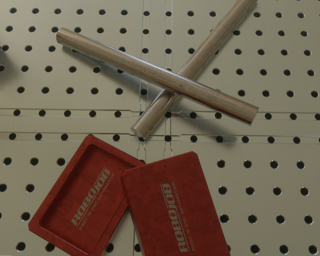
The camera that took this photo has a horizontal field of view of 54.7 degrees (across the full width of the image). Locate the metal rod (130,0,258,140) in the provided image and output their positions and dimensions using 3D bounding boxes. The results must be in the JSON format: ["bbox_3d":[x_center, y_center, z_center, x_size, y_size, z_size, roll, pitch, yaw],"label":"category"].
[{"bbox_3d":[0.061,-0.105,0.450,0.025,0.025,0.300,35,73,11],"label":"metal rod"}]

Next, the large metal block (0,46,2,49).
[{"bbox_3d":[-0.282,-0.150,0.434,0.050,0.080,0.080,-35,74,-12],"label":"large metal block"}]

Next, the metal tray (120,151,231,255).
[{"bbox_3d":[0.016,0.100,0.353,0.091,0.030,0.129,-15,81,-16],"label":"metal tray"}]

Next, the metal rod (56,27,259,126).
[{"bbox_3d":[-0.016,-0.075,0.416,0.301,0.025,0.025,26,72,17],"label":"metal rod"}]

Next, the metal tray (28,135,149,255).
[{"bbox_3d":[-0.082,0.085,0.377,0.090,0.030,0.130,27,72,9],"label":"metal tray"}]
